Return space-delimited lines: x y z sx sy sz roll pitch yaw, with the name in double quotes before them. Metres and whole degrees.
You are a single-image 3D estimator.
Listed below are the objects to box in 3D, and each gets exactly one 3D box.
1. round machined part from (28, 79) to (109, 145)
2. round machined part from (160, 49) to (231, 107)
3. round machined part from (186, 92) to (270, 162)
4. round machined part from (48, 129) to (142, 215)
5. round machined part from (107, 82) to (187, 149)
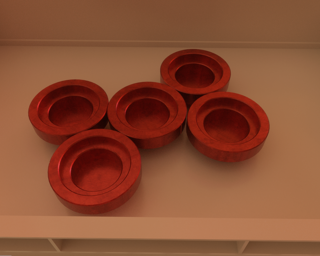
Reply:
"round machined part" -0.114 -0.016 0.403 0.099 0.042 0.098 0 50 0
"round machined part" 0.050 -0.068 0.448 0.099 0.042 0.098 0 50 0
"round machined part" 0.082 0.003 0.389 0.099 0.042 0.098 0 50 0
"round machined part" -0.069 0.051 0.346 0.099 0.042 0.098 0 50 0
"round machined part" -0.016 -0.012 0.399 0.099 0.042 0.098 0 50 0
